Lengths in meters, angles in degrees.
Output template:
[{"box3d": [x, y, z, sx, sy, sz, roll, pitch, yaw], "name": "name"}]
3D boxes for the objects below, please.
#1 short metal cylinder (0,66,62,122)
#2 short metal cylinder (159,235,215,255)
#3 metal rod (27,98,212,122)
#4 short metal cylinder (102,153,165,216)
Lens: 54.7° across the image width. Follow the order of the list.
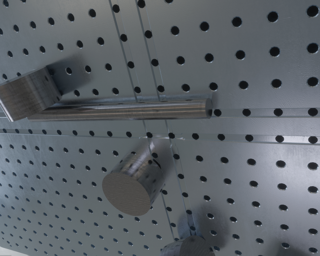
[{"box3d": [-0.190, -0.050, 0.445, 0.080, 0.080, 0.050, -9, 114, 32], "name": "short metal cylinder"}, {"box3d": [0.044, 0.216, 0.486, 0.080, 0.080, 0.050, 48, 129, -6], "name": "short metal cylinder"}, {"box3d": [-0.075, -0.022, 0.436, 0.300, 0.025, 0.025, 0, 118, 28], "name": "metal rod"}, {"box3d": [-0.039, 0.085, 0.469, 0.080, 0.050, 0.079, 13, 124, 21], "name": "short metal cylinder"}]
